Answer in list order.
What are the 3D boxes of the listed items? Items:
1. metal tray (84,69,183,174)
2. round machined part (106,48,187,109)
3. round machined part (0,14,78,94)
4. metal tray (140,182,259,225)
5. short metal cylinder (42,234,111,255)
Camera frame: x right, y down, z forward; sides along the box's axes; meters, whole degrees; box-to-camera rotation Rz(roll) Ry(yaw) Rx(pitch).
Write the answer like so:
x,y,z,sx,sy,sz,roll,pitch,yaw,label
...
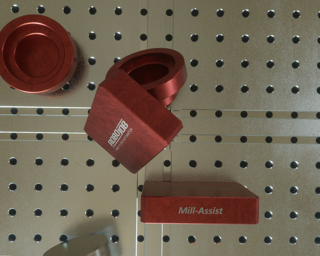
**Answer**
x,y,z,sx,sy,sz,roll,pitch,yaw,label
-0.038,0.000,0.362,0.090,0.129,0.030,41,60,-1,metal tray
-0.014,-0.057,0.387,0.099,0.098,0.042,-17,129,-1,round machined part
-0.156,-0.092,0.403,0.099,0.042,0.097,0,90,-1,round machined part
0.044,0.089,0.381,0.131,0.090,0.030,1,90,-1,metal tray
-0.100,0.173,0.385,0.080,0.080,0.050,-12,90,0,short metal cylinder
